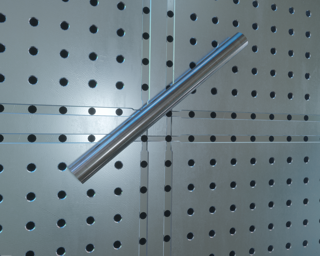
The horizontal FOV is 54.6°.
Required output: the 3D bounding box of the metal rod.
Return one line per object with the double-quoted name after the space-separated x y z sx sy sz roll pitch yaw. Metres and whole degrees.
0.009 -0.036 0.415 0.301 0.025 0.025 -40 103 -16 "metal rod"
